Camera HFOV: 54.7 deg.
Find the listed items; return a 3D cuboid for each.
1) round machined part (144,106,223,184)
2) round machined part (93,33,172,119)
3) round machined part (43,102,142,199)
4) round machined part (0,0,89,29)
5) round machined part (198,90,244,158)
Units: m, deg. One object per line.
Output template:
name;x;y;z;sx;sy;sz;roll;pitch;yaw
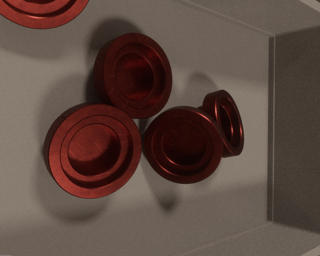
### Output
round machined part;0.032;0.019;0.400;0.042;0.098;0.097;-47;125;-70
round machined part;-0.035;-0.059;0.367;0.099;0.042;0.097;0;90;-40
round machined part;-0.072;0.021;0.328;0.099;0.042;0.097;-7;103;-31
round machined part;-0.114;-0.145;0.281;0.099;0.042;0.097;-17;133;-19
round machined part;0.085;-0.004;0.456;0.098;0.042;0.098;28;55;-49
